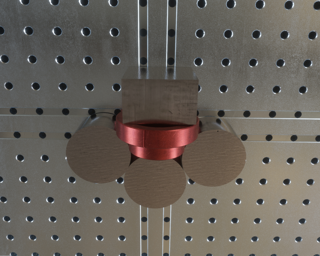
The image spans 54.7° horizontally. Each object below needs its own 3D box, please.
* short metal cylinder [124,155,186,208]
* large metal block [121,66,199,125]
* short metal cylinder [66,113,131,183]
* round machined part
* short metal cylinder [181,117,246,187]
[{"bbox_3d":[-0.006,0.062,0.423,0.081,0.050,0.079,0,110,0],"label":"short metal cylinder"},{"bbox_3d":[0.000,-0.041,0.368,0.081,0.080,0.050,1,110,-1],"label":"large metal block"},{"bbox_3d":[-0.077,0.026,0.409,0.081,0.050,0.079,0,110,0],"label":"short metal cylinder"},{"bbox_3d":[-0.003,0.006,0.375,0.099,0.098,0.042,2,110,-1],"label":"round machined part"},{"bbox_3d":[0.068,0.030,0.412,0.081,0.050,0.079,0,110,0],"label":"short metal cylinder"}]
